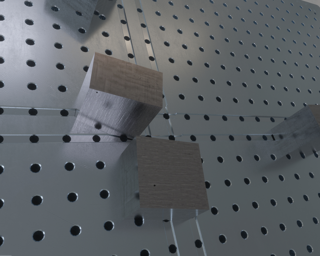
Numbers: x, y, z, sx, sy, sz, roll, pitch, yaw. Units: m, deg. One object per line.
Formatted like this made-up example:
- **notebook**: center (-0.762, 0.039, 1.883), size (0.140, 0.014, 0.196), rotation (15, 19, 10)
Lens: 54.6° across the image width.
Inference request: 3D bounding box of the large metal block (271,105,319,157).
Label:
- **large metal block**: center (0.245, 0.005, 0.501), size (0.081, 0.080, 0.050), rotation (-2, 63, -29)

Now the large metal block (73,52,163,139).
- **large metal block**: center (-0.050, -0.033, 0.366), size (0.081, 0.080, 0.050), rotation (14, 56, -21)

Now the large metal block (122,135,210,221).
- **large metal block**: center (0.003, 0.060, 0.357), size (0.081, 0.050, 0.080), rotation (8, 58, -24)

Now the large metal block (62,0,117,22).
- **large metal block**: center (-0.110, -0.221, 0.467), size (0.080, 0.050, 0.080), rotation (35, 51, -5)
